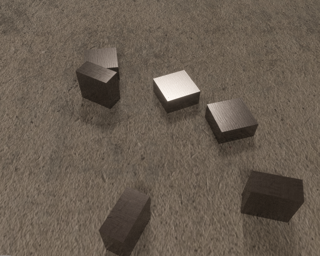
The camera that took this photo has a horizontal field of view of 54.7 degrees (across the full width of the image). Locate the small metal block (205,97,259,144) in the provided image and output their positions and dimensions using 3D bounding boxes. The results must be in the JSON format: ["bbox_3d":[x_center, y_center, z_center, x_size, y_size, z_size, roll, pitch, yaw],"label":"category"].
[{"bbox_3d":[0.094,-0.010,0.413,0.050,0.025,0.050,-12,51,-11],"label":"small metal block"}]

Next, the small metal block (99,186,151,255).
[{"bbox_3d":[-0.032,0.095,0.307,0.025,0.050,0.050,21,53,16],"label":"small metal block"}]

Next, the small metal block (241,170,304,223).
[{"bbox_3d":[0.117,0.073,0.327,0.050,0.050,0.025,10,51,8],"label":"small metal block"}]

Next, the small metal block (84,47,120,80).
[{"bbox_3d":[-0.091,-0.099,0.486,0.050,0.025,0.050,-6,50,-6],"label":"small metal block"}]

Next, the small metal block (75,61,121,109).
[{"bbox_3d":[-0.086,-0.060,0.436,0.050,0.050,0.025,23,54,18],"label":"small metal block"}]

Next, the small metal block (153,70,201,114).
[{"bbox_3d":[0.023,-0.053,0.448,0.050,0.025,0.050,-18,53,-15],"label":"small metal block"}]
